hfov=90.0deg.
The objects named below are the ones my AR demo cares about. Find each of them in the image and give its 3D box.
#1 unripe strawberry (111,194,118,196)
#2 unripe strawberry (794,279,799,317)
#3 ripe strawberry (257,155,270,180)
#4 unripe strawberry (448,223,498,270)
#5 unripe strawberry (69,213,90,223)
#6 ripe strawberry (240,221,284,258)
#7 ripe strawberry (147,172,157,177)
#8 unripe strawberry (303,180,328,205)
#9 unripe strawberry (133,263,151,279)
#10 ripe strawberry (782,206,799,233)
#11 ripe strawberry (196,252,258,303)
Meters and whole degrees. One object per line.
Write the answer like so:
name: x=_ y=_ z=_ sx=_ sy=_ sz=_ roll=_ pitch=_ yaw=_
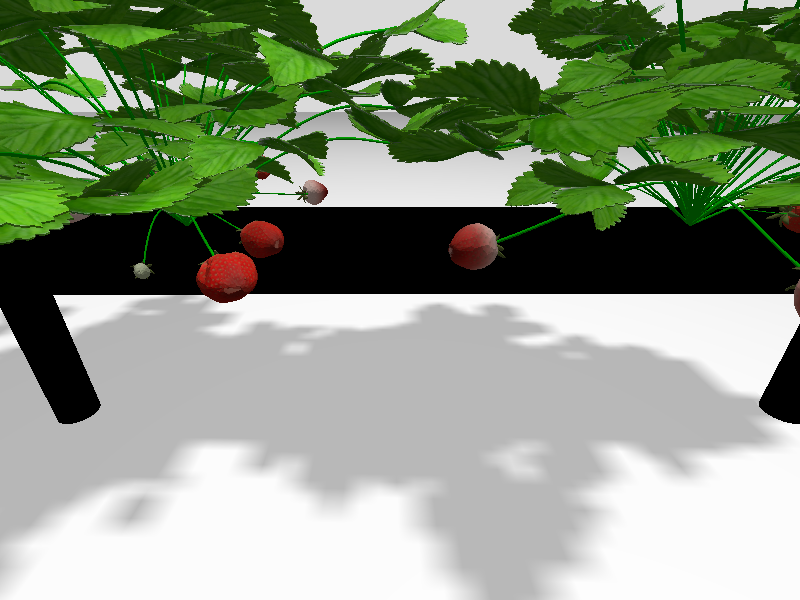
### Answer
unripe strawberry: x=-0.316 y=-0.115 z=0.428 sx=0.026 sy=0.022 sz=0.026 roll=3 pitch=24 yaw=36
unripe strawberry: x=0.210 y=0.001 z=0.187 sx=0.037 sy=0.032 sz=0.037 roll=7 pitch=28 yaw=13
ripe strawberry: x=-0.197 y=-0.188 z=0.562 sx=0.033 sy=0.035 sz=0.036 roll=-1 pitch=26 yaw=-1
unripe strawberry: x=0.047 y=-0.034 z=0.262 sx=0.032 sy=0.031 sz=0.030 roll=-13 pitch=29 yaw=-22
unripe strawberry: x=-0.298 y=-0.085 z=0.361 sx=0.033 sy=0.029 sz=0.033 roll=2 pitch=27 yaw=6
ripe strawberry: x=-0.094 y=-0.042 z=0.279 sx=0.030 sy=0.025 sz=0.030 roll=22 pitch=34 yaw=35
ripe strawberry: x=-0.314 y=-0.154 z=0.504 sx=0.025 sy=0.026 sz=0.027 roll=-18 pitch=31 yaw=-32
unripe strawberry: x=-0.089 y=-0.115 z=0.427 sx=0.027 sy=0.026 sz=0.025 roll=-20 pitch=33 yaw=-35
unripe strawberry: x=-0.162 y=-0.018 z=0.251 sx=0.009 sy=0.010 sz=0.010 roll=-6 pitch=28 yaw=-12
ripe strawberry: x=0.346 y=-0.073 z=0.337 sx=0.034 sy=0.033 sz=0.032 roll=5 pitch=27 yaw=9
ripe strawberry: x=-0.092 y=-0.011 z=0.216 sx=0.031 sy=0.028 sz=0.028 roll=-16 pitch=32 yaw=-29
